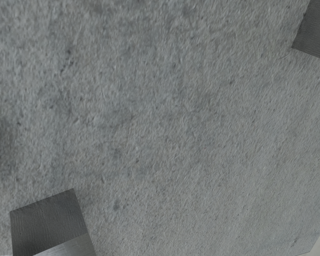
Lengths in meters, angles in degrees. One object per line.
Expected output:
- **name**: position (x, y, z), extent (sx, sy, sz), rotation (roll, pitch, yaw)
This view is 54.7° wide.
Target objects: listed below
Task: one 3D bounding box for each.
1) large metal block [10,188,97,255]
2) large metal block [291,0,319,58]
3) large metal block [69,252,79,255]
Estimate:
- **large metal block**: position (-0.132, 0.131, 0.381), extent (0.081, 0.080, 0.050), rotation (-19, 126, -18)
- **large metal block**: position (0.242, -0.135, 0.423), extent (0.050, 0.080, 0.079), rotation (-1, 119, -29)
- **large metal block**: position (-0.118, 0.248, 0.461), extent (0.050, 0.080, 0.080), rotation (-36, 129, -5)
